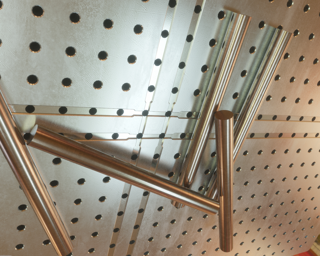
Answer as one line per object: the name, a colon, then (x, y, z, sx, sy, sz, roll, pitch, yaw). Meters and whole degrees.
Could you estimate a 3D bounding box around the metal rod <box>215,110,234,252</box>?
metal rod: (0.106, 0.103, 0.501, 0.025, 0.025, 0.298, -21, 126, -16)

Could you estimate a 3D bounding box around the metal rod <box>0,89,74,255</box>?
metal rod: (-0.155, 0.052, 0.359, 0.025, 0.025, 0.298, -21, 127, -17)

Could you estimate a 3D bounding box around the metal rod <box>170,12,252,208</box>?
metal rod: (0.065, -0.009, 0.443, 0.025, 0.025, 0.298, 1, 118, -29)

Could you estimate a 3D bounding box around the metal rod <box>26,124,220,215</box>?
metal rod: (-0.027, 0.068, 0.419, 0.301, 0.025, 0.025, 28, 103, -32)

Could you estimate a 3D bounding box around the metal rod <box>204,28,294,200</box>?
metal rod: (0.128, -0.003, 0.482, 0.025, 0.025, 0.298, 4, 117, -31)
